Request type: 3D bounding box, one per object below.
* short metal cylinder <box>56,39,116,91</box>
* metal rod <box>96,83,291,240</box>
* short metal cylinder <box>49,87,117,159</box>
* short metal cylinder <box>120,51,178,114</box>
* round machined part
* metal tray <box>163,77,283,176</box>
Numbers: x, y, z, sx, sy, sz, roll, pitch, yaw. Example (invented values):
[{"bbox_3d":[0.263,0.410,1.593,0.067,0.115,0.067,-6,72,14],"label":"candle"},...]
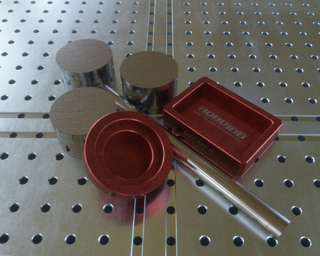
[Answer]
[{"bbox_3d":[-0.109,-0.090,0.466,0.080,0.050,0.080,0,50,0],"label":"short metal cylinder"},{"bbox_3d":[0.020,0.025,0.387,0.300,0.025,0.025,37,59,27],"label":"metal rod"},{"bbox_3d":[-0.093,-0.007,0.396,0.080,0.050,0.080,0,50,0],"label":"short metal cylinder"},{"bbox_3d":[-0.015,-0.066,0.446,0.080,0.050,0.080,0,50,0],"label":"short metal cylinder"},{"bbox_3d":[-0.038,0.032,0.355,0.099,0.042,0.098,8,64,-16],"label":"round machined part"},{"bbox_3d":[0.080,-0.008,0.410,0.130,0.030,0.090,36,59,26],"label":"metal tray"}]
